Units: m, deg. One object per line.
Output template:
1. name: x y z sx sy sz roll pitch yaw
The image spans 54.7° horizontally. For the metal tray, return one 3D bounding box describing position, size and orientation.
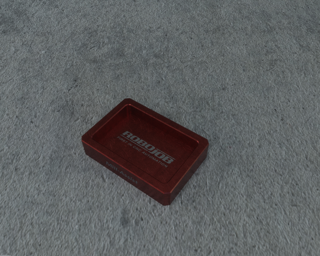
1. metal tray: -0.018 0.023 0.381 0.130 0.030 0.090 29 55 22
